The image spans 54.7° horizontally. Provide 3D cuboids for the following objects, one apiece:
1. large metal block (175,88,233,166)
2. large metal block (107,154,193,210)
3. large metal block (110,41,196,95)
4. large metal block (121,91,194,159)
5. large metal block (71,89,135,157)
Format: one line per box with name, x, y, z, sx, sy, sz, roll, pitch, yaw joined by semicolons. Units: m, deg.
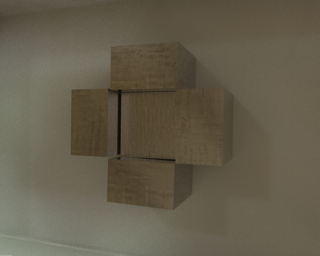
large metal block;0.054;-0.002;0.361;0.050;0.080;0.080;1;90;20
large metal block;-0.009;0.062;0.383;0.080;0.080;0.050;2;91;20
large metal block;-0.005;-0.068;0.381;0.080;0.080;0.050;1;91;20
large metal block;-0.002;-0.004;0.395;0.080;0.050;0.080;1;90;20
large metal block;-0.070;-0.007;0.405;0.050;0.080;0.080;1;90;20
